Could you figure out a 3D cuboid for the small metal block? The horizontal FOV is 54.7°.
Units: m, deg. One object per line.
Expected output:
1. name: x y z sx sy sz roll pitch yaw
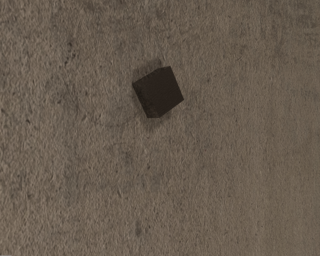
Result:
1. small metal block: -0.002 -0.047 0.405 0.050 0.025 0.050 -37 113 -34
